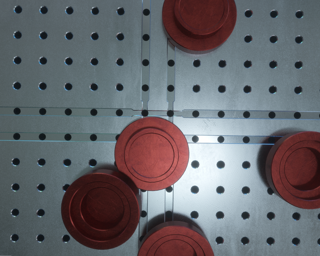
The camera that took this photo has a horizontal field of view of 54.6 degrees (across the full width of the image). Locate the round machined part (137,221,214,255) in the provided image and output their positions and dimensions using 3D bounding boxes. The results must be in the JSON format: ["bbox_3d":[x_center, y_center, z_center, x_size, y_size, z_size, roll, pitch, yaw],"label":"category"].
[{"bbox_3d":[0.020,0.170,0.405,0.099,0.042,0.097,0,90,0],"label":"round machined part"}]

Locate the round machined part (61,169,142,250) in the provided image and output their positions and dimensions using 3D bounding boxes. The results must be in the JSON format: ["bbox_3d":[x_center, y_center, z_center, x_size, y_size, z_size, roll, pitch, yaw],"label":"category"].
[{"bbox_3d":[-0.072,0.101,0.401,0.098,0.042,0.097,0,95,5],"label":"round machined part"}]

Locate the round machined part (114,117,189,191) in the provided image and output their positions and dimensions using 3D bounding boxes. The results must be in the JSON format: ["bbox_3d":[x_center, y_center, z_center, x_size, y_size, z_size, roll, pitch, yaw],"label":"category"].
[{"bbox_3d":[-0.010,0.034,0.405,0.099,0.042,0.097,0,90,0],"label":"round machined part"}]

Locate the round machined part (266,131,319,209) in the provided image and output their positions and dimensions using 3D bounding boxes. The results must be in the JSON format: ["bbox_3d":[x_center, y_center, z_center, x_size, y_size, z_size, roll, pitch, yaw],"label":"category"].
[{"bbox_3d":[0.187,0.053,0.406,0.099,0.042,0.097,0,90,0],"label":"round machined part"}]

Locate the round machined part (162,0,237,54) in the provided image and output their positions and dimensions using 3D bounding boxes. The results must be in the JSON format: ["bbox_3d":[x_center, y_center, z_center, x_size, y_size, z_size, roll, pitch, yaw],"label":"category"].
[{"bbox_3d":[0.052,-0.150,0.405,0.099,0.042,0.097,0,90,0],"label":"round machined part"}]
